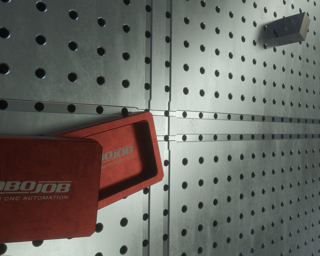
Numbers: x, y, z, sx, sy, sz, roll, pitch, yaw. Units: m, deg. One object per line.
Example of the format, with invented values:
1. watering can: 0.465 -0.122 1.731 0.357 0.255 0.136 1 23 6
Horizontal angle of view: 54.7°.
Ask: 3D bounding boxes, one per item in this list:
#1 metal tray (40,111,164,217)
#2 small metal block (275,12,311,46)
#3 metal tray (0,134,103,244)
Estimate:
1. metal tray: -0.060 0.037 0.355 0.131 0.030 0.089 -18 101 -39
2. small metal block: 0.262 -0.195 0.611 0.025 0.050 0.050 34 69 -35
3. metal tray: -0.122 0.052 0.276 0.131 0.030 0.089 4 92 -24
